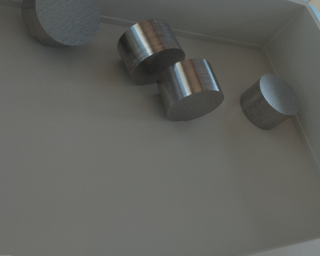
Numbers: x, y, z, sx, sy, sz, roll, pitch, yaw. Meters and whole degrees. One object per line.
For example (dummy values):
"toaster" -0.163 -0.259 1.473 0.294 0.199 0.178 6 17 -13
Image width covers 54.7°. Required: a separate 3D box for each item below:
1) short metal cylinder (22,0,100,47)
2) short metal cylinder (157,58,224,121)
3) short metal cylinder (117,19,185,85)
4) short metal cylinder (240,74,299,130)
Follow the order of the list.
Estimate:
"short metal cylinder" -0.123 -0.142 0.387 0.081 0.050 0.079 -9 104 -39
"short metal cylinder" 0.041 -0.050 0.425 0.081 0.080 0.050 -3 64 -30
"short metal cylinder" -0.012 -0.103 0.428 0.081 0.080 0.050 -14 69 -34
"short metal cylinder" 0.182 -0.043 0.517 0.081 0.050 0.080 14 56 -21
